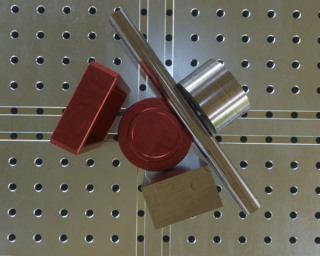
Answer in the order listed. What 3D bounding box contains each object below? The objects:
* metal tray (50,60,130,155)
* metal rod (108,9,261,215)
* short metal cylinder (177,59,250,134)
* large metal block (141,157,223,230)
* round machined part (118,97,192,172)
[{"bbox_3d":[-0.073,-0.020,0.360,0.030,0.130,0.090,27,90,0],"label":"metal tray"},{"bbox_3d":[0.032,-0.020,0.393,0.025,0.025,0.299,-35,90,0],"label":"metal rod"},{"bbox_3d":[0.066,-0.039,0.386,0.050,0.080,0.080,-37,90,0],"label":"short metal cylinder"},{"bbox_3d":[0.024,0.077,0.386,0.080,0.080,0.050,-19,90,0],"label":"large metal block"},{"bbox_3d":[-0.006,0.009,0.404,0.099,0.042,0.097,0,90,-1],"label":"round machined part"}]
